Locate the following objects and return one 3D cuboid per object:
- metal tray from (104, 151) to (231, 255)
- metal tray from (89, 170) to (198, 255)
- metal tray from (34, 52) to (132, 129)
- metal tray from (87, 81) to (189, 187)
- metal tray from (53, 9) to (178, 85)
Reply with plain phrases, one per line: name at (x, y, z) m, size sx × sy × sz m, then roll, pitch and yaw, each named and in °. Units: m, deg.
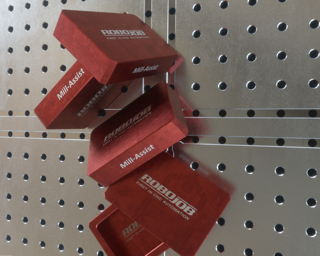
metal tray at (0.009, 0.086, 0.387) m, size 0.130 × 0.030 × 0.090 m, roll 33°, pitch 79°, yaw 14°
metal tray at (-0.023, 0.127, 0.418) m, size 0.130 × 0.030 × 0.090 m, roll -41°, pitch 77°, yaw 15°
metal tray at (-0.091, -0.052, 0.410) m, size 0.130 × 0.090 × 0.030 m, roll -44°, pitch 76°, yaw 15°
metal tray at (-0.032, 0.006, 0.392) m, size 0.130 × 0.030 × 0.090 m, roll -34°, pitch 34°, yaw 17°
metal tray at (-0.047, -0.100, 0.373) m, size 0.090 × 0.131 × 0.030 m, roll 45°, pitch 124°, yaw 14°
